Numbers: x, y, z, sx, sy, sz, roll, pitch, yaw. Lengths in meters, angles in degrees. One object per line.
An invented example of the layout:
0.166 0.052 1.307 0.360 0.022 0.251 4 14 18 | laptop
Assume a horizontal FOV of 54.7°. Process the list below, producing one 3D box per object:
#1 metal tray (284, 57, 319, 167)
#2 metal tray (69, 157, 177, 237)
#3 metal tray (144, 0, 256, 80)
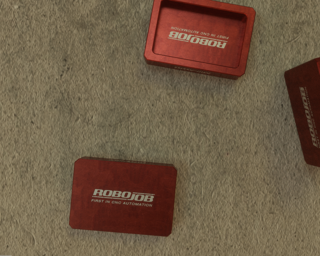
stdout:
0.198 -0.017 0.378 0.030 0.090 0.129 -14 90 0 | metal tray
-0.047 0.088 0.407 0.131 0.030 0.089 5 90 0 | metal tray
0.051 -0.120 0.407 0.131 0.030 0.089 10 90 0 | metal tray
